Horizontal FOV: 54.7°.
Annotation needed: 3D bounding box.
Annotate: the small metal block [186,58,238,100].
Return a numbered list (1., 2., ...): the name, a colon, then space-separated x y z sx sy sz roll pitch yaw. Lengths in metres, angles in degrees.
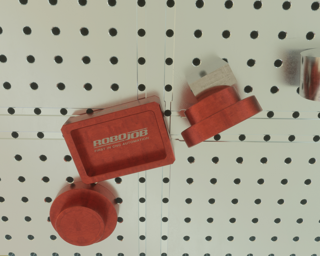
1. small metal block: 0.061 -0.060 0.379 0.050 0.050 0.025 -28 107 9

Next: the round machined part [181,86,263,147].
1. round machined part: 0.069 -0.017 0.374 0.098 0.098 0.042 -28 85 9

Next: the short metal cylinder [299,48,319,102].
1. short metal cylinder: 0.208 -0.065 0.363 0.080 0.080 0.050 -7 110 2

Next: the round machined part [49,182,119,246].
1. round machined part: -0.112 0.131 0.451 0.099 0.042 0.097 0 110 -1

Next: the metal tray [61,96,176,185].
1. metal tray: -0.053 0.017 0.416 0.131 0.030 0.089 -14 110 4
